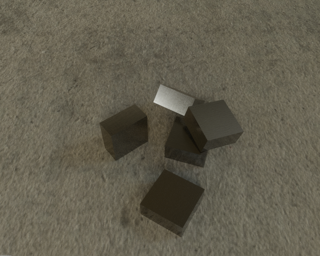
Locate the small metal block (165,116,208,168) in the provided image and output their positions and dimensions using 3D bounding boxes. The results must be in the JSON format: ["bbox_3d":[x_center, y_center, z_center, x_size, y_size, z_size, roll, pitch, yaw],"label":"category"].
[{"bbox_3d":[0.037,0.017,0.390,0.050,0.025,0.050,14,51,11],"label":"small metal block"}]

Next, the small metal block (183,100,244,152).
[{"bbox_3d":[0.063,-0.004,0.374,0.050,0.025,0.050,-13,59,-23],"label":"small metal block"}]

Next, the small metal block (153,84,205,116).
[{"bbox_3d":[0.027,-0.036,0.416,0.050,0.025,0.050,25,11,20],"label":"small metal block"}]

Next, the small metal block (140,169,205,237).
[{"bbox_3d":[0.014,0.080,0.336,0.050,0.025,0.050,25,54,19],"label":"small metal block"}]

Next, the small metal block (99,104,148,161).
[{"bbox_3d":[-0.043,0.006,0.382,0.050,0.050,0.025,-31,57,-24],"label":"small metal block"}]
